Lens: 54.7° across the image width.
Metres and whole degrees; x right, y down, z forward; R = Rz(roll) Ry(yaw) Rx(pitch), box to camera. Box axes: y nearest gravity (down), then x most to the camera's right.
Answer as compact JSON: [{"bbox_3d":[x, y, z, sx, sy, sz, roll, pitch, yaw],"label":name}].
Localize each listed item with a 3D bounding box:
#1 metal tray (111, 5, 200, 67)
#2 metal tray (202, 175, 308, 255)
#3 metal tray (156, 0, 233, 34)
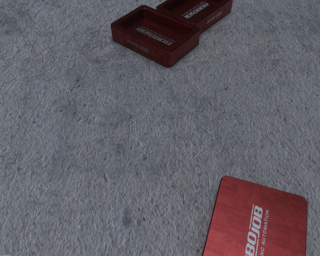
[{"bbox_3d":[-0.008,-0.163,0.536,0.130,0.030,0.090,31,57,23],"label":"metal tray"},{"bbox_3d":[0.090,0.118,0.302,0.090,0.030,0.130,15,51,12],"label":"metal tray"},{"bbox_3d":[0.066,-0.226,0.590,0.090,0.030,0.131,33,57,24],"label":"metal tray"}]
